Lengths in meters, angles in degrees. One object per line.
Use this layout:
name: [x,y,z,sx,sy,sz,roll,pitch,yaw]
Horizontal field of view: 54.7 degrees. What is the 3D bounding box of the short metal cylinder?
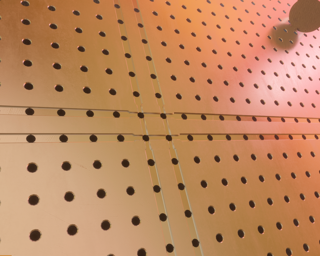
short metal cylinder: [0.357,-0.275,0.737,0.080,0.080,0.050,45,51,3]
